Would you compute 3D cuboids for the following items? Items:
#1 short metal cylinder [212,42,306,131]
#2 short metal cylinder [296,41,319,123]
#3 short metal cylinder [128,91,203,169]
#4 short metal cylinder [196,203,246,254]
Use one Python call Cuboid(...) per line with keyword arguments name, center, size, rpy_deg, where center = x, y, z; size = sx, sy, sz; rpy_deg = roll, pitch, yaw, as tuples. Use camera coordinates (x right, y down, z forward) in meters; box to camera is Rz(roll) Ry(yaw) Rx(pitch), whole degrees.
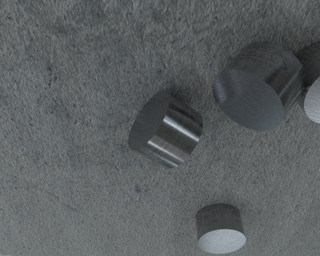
Cuboid(name="short metal cylinder", center=(0.104, -0.043, 0.328), size=(0.080, 0.050, 0.080), rpy_deg=(34, 153, 20))
Cuboid(name="short metal cylinder", center=(0.189, -0.051, 0.344), size=(0.081, 0.050, 0.079), rpy_deg=(-4, 129, -4))
Cuboid(name="short metal cylinder", center=(0.006, 0.002, 0.373), size=(0.050, 0.080, 0.080), rpy_deg=(31, 123, -24))
Cuboid(name="short metal cylinder", center=(0.105, 0.177, 0.542), size=(0.081, 0.050, 0.079), rpy_deg=(0, 130, 0))
